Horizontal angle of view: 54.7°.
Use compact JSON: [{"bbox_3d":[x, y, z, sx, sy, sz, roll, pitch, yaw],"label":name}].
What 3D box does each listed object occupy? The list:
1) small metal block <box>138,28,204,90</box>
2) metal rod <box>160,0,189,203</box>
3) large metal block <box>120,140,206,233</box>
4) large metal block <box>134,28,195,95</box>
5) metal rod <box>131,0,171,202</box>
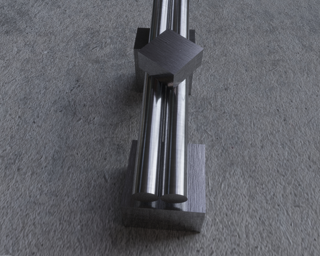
[{"bbox_3d":[0.012,-0.077,0.343,0.050,0.025,0.050,37,64,20],"label":"small metal block"},{"bbox_3d":[0.021,-0.061,0.362,0.025,0.025,0.300,3,57,2],"label":"metal rod"},{"bbox_3d":[0.006,0.062,0.336,0.080,0.050,0.080,4,50,3],"label":"large metal block"},{"bbox_3d":[0.007,-0.095,0.449,0.080,0.080,0.050,3,50,2],"label":"large metal block"},{"bbox_3d":[-0.005,-0.062,0.362,0.025,0.025,0.300,3,57,2],"label":"metal rod"}]
